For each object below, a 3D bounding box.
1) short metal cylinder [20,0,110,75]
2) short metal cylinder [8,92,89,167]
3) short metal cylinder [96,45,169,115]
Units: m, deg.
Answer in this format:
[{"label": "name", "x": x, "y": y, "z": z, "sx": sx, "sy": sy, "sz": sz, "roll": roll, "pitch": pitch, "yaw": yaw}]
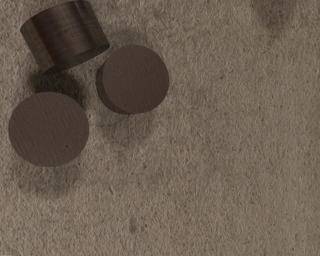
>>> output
[{"label": "short metal cylinder", "x": -0.103, "y": -0.098, "z": 0.342, "sx": 0.081, "sy": 0.080, "sz": 0.050, "roll": -28, "pitch": 100, "yaw": -18}, {"label": "short metal cylinder", "x": -0.124, "y": 0.001, "z": 0.350, "sx": 0.081, "sy": 0.050, "sz": 0.079, "roll": 0, "pitch": 90, "yaw": -21}, {"label": "short metal cylinder", "x": -0.035, "y": -0.057, "z": 0.383, "sx": 0.081, "sy": 0.050, "sz": 0.079, "roll": 0, "pitch": 90, "yaw": -21}]
